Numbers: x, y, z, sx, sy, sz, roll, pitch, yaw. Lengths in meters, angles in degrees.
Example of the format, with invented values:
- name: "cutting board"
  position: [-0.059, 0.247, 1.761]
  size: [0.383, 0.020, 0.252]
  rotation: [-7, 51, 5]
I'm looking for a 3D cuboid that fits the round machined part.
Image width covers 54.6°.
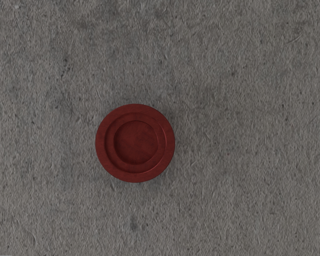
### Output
- name: "round machined part"
  position: [-0.030, 0.019, 0.401]
  size: [0.099, 0.042, 0.097]
  rotation: [0, 90, 0]
